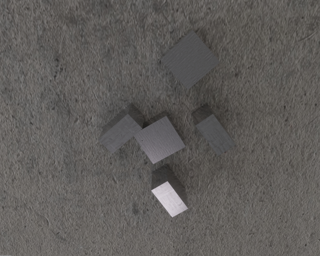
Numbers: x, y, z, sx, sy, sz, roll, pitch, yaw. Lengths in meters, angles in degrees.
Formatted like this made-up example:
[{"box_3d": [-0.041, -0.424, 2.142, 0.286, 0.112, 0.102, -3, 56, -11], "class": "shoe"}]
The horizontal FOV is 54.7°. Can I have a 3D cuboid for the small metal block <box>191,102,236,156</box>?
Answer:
[{"box_3d": [0.067, 0.000, 0.397, 0.025, 0.050, 0.050, -35, 107, 12], "class": "small metal block"}]

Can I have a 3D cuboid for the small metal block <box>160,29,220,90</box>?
[{"box_3d": [0.036, -0.084, 0.379, 0.050, 0.025, 0.050, -41, 105, 13], "class": "small metal block"}]

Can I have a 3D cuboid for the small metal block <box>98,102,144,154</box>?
[{"box_3d": [-0.048, -0.001, 0.395, 0.050, 0.050, 0.025, -40, 106, 13], "class": "small metal block"}]

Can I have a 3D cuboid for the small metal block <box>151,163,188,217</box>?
[{"box_3d": [0.013, 0.085, 0.428, 0.025, 0.050, 0.050, -32, 107, 11], "class": "small metal block"}]

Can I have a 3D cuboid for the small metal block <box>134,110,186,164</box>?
[{"box_3d": [-0.001, 0.012, 0.414, 0.050, 0.025, 0.050, -29, 108, 10], "class": "small metal block"}]
